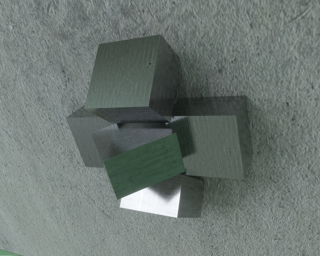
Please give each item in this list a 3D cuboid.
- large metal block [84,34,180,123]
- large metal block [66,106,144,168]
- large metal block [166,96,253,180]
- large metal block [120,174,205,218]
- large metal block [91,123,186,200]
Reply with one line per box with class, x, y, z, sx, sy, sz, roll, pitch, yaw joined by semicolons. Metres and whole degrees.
large metal block;-0.029;-0.051;0.348;0.080;0.080;0.050;0;162;28
large metal block;-0.072;0.009;0.434;0.080;0.050;0.080;0;118;28
large metal block;0.059;0.010;0.363;0.080;0.050;0.080;0;119;28
large metal block;0.006;0.088;0.415;0.080;0.080;0.050;2;76;28
large metal block;-0.028;0.027;0.360;0.080;0.081;0.050;-137;29;-61
